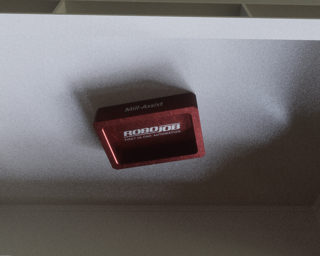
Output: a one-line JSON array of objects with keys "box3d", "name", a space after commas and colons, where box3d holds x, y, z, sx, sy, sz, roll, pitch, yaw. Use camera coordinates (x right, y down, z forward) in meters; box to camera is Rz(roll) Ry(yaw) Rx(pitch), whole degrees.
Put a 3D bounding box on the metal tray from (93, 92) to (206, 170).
[{"box3d": [-0.011, 0.007, 0.411, 0.131, 0.030, 0.090, -9, 130, 7], "name": "metal tray"}]
